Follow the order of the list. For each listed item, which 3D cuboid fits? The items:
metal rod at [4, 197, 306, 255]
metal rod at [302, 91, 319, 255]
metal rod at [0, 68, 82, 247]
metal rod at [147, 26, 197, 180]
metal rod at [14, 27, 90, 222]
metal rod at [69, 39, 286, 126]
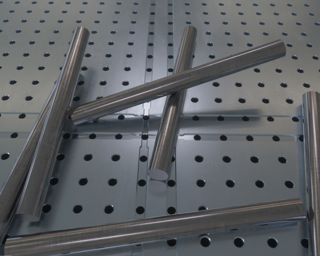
[{"bbox_3d":[0.001,0.104,0.320,0.302,0.025,0.025,-6,50,-5],"label":"metal rod"},{"bbox_3d":[0.179,0.067,0.352,0.025,0.025,0.300,12,51,9],"label":"metal rod"},{"bbox_3d":[-0.155,0.015,0.394,0.025,0.025,0.300,6,50,5],"label":"metal rod"},{"bbox_3d":[0.026,-0.058,0.456,0.025,0.025,0.300,8,50,7],"label":"metal rod"},{"bbox_3d":[-0.131,-0.029,0.407,0.025,0.025,0.300,2,55,2],"label":"metal rod"},{"bbox_3d":[0.025,-0.063,0.425,0.301,0.025,0.025,-18,52,-2],"label":"metal rod"}]
